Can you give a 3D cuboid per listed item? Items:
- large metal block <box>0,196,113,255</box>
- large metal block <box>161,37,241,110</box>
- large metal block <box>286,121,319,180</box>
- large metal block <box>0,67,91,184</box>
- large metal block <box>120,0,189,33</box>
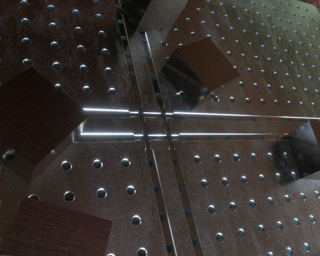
[{"bbox_3d":[-0.096,0.116,0.270,0.080,0.050,0.080,21,54,-16],"label":"large metal block"},{"bbox_3d":[0.063,-0.086,0.481,0.081,0.050,0.080,-30,79,-38],"label":"large metal block"},{"bbox_3d":[0.271,0.040,0.517,0.081,0.050,0.080,8,58,-25],"label":"large metal block"},{"bbox_3d":[-0.135,-0.003,0.322,0.080,0.050,0.080,40,51,-2],"label":"large metal block"},{"bbox_3d":[-0.006,-0.204,0.495,0.081,0.080,0.050,-21,74,-36],"label":"large metal block"}]
